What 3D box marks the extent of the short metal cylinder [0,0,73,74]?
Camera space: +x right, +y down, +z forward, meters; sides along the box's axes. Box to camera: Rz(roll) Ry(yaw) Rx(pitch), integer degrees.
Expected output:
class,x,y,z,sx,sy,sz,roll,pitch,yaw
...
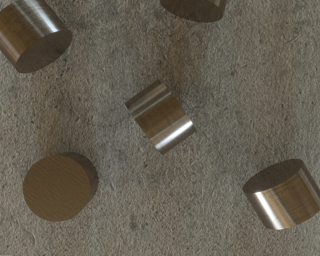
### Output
class,x,y,z,sx,sy,sz,roll,pitch,yaw
short metal cylinder,-0.157,-0.112,0.381,0.080,0.080,0.050,-38,90,0

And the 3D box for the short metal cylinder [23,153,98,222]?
class,x,y,z,sx,sy,sz,roll,pitch,yaw
short metal cylinder,-0.124,0.073,0.396,0.081,0.050,0.080,0,90,0

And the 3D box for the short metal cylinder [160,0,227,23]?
class,x,y,z,sx,sy,sz,roll,pitch,yaw
short metal cylinder,0.045,-0.171,0.383,0.080,0.080,0.050,15,90,0

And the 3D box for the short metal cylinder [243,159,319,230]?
class,x,y,z,sx,sy,sz,roll,pitch,yaw
short metal cylinder,0.151,0.080,0.384,0.080,0.080,0.050,-31,90,0

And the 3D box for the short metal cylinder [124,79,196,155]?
class,x,y,z,sx,sy,sz,roll,pitch,yaw
short metal cylinder,0.000,-0.013,0.382,0.050,0.080,0.080,-36,90,0
